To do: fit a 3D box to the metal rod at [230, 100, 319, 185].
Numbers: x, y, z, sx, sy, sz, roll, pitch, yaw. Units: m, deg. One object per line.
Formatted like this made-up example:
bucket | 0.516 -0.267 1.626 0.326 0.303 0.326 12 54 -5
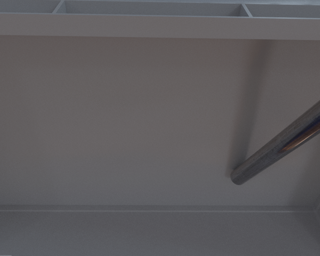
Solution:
metal rod | 0.145 0.012 0.346 0.025 0.025 0.299 7 154 -7
